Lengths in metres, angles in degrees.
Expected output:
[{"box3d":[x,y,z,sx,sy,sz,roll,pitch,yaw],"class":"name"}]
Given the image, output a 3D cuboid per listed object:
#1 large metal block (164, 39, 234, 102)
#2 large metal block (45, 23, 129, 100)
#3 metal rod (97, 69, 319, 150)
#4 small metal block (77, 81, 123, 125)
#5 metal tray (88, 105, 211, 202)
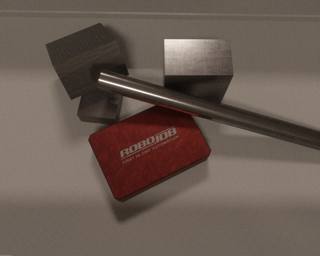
[{"box3d":[0.046,-0.072,0.407,0.081,0.080,0.050,0,70,-1],"class":"large metal block"},{"box3d":[-0.097,-0.091,0.410,0.080,0.050,0.080,-26,39,-9],"class":"large metal block"},{"box3d":[0.072,-0.020,0.392,0.302,0.025,0.025,15,71,-5],"class":"metal rod"},{"box3d":[-0.080,-0.033,0.421,0.050,0.025,0.050,7,70,2],"class":"small metal block"},{"box3d":[-0.013,0.026,0.398,0.131,0.030,0.090,-25,72,-9],"class":"metal tray"}]
